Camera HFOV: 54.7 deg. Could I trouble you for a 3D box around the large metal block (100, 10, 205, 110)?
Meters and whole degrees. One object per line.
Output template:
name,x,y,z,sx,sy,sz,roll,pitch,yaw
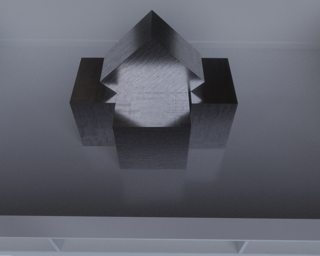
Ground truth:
large metal block,-0.008,-0.069,0.352,0.080,0.080,0.050,33,40,-33

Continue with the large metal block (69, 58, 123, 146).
large metal block,-0.074,-0.033,0.395,0.050,0.080,0.080,0,50,0

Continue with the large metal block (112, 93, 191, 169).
large metal block,-0.008,0.005,0.363,0.081,0.080,0.050,0,50,0

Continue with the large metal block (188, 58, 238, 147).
large metal block,0.059,-0.032,0.392,0.050,0.080,0.080,0,50,0

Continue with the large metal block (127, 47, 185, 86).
large metal block,-0.008,-0.072,0.428,0.081,0.080,0.050,0,50,0
